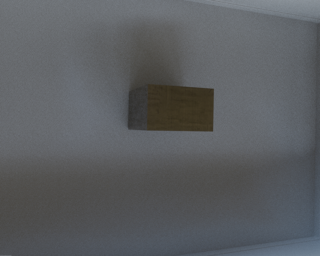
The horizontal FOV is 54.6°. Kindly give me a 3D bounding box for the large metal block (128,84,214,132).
[{"bbox_3d":[0.011,-0.022,0.382,0.081,0.080,0.050,1,90,-20],"label":"large metal block"}]
